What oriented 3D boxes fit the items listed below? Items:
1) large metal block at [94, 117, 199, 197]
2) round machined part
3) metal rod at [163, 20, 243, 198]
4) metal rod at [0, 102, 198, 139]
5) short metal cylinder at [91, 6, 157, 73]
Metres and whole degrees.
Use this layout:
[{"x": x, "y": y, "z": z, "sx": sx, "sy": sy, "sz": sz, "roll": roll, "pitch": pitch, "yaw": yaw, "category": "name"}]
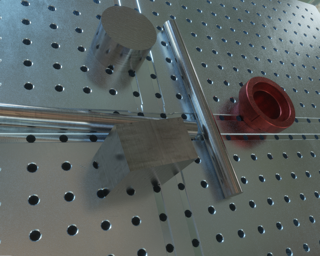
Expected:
[{"x": -0.018, "y": 0.032, "z": 0.344, "sx": 0.081, "sy": 0.080, "sz": 0.050, "roll": -7, "pitch": 66, "yaw": -32, "category": "large metal block"}, {"x": 0.170, "y": -0.033, "z": 0.512, "sx": 0.099, "sy": 0.042, "sz": 0.098, "roll": 14, "pitch": 56, "yaw": -21, "category": "round machined part"}, {"x": 0.057, "y": -0.043, "z": 0.467, "sx": 0.025, "sy": 0.025, "sz": 0.299, "roll": -3, "pitch": 63, "yaw": -30, "category": "metal rod"}, {"x": -0.089, "y": -0.008, "z": 0.365, "sx": 0.302, "sy": 0.025, "sz": 0.025, "roll": 5, "pitch": 60, "yaw": -26, "category": "metal rod"}, {"x": -0.052, "y": -0.126, "z": 0.443, "sx": 0.081, "sy": 0.050, "sz": 0.080, "roll": 14, "pitch": 56, "yaw": -21, "category": "short metal cylinder"}]
